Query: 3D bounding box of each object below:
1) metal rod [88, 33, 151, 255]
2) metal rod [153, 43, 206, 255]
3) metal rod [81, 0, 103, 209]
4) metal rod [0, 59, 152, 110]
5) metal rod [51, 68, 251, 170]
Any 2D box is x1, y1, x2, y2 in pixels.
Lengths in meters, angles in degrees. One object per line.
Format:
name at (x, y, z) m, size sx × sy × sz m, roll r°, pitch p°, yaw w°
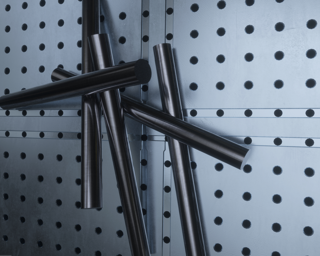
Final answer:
metal rod at (-0.050, 0.034, 0.397) m, size 0.025 × 0.025 × 0.298 m, roll -7°, pitch 100°, yaw 19°
metal rod at (0.026, 0.039, 0.402) m, size 0.025 × 0.025 × 0.298 m, roll -10°, pitch 87°, yaw 19°
metal rod at (-0.089, -0.049, 0.403) m, size 0.025 × 0.025 × 0.299 m, roll -10°, pitch 72°, yaw 19°
metal rod at (-0.132, -0.049, 0.404) m, size 0.300 × 0.025 × 0.025 m, roll -4°, pitch 89°, yaw 40°
metal rod at (-0.030, -0.022, 0.401) m, size 0.300 × 0.025 × 0.025 m, roll 25°, pitch 98°, yaw 25°
